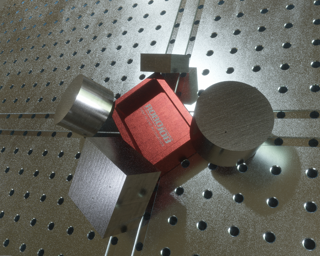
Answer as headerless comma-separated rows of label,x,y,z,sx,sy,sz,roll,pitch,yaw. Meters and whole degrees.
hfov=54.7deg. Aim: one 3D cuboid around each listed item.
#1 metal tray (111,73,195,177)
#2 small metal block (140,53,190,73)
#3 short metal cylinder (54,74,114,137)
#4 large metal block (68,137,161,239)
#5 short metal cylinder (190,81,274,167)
metal tray,-0.007,-0.007,0.412,0.090,0.030,0.130,-35,51,4
small metal block,0.007,-0.093,0.442,0.050,0.050,0.025,10,104,32
short metal cylinder,-0.111,-0.031,0.451,0.080,0.050,0.080,-36,38,35
large metal block,-0.055,0.065,0.359,0.080,0.050,0.079,35,112,38
short metal cylinder,0.075,-0.004,0.335,0.081,0.050,0.080,1,65,-1
